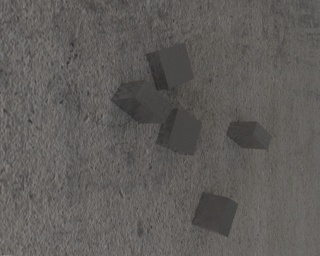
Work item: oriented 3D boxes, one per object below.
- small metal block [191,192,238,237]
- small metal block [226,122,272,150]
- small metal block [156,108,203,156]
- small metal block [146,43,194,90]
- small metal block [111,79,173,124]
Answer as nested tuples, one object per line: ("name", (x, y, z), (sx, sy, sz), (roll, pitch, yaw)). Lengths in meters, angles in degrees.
("small metal block", (0.080, 0.126, 0.456), (0.025, 0.050, 0.050), (37, 68, -34))
("small metal block", (0.147, 0.013, 0.512), (0.050, 0.050, 0.025), (35, 68, -35))
("small metal block", (0.027, 0.006, 0.427), (0.050, 0.025, 0.050), (27, 73, -37))
("small metal block", (0.015, -0.082, 0.416), (0.050, 0.025, 0.050), (-27, 107, -37))
("small metal block", (-0.022, -0.030, 0.370), (0.050, 0.050, 0.025), (41, 65, -33))
